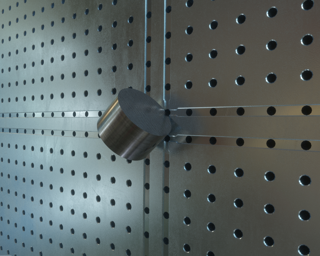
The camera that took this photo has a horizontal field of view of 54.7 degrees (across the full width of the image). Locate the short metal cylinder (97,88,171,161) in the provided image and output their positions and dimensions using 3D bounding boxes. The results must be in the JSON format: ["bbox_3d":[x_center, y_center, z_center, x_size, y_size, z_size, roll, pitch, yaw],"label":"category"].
[{"bbox_3d":[-0.033,-0.005,0.398,0.050,0.081,0.080,-48,62,29],"label":"short metal cylinder"}]
